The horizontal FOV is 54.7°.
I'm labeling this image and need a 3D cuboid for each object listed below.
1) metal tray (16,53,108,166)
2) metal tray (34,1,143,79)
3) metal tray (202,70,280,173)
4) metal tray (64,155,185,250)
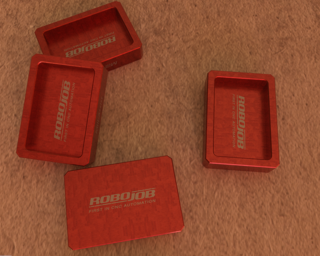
[{"bbox_3d":[-0.122,-0.022,0.392,0.091,0.030,0.129,8,87,2],"label":"metal tray"},{"bbox_3d":[-0.101,-0.122,0.448,0.131,0.030,0.090,-23,72,-9],"label":"metal tray"},{"bbox_3d":[0.105,-0.010,0.410,0.091,0.030,0.130,4,70,1],"label":"metal tray"},{"bbox_3d":[-0.043,0.089,0.373,0.131,0.030,0.090,-9,70,-4],"label":"metal tray"}]
